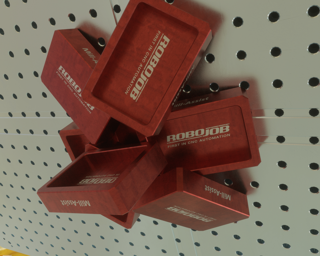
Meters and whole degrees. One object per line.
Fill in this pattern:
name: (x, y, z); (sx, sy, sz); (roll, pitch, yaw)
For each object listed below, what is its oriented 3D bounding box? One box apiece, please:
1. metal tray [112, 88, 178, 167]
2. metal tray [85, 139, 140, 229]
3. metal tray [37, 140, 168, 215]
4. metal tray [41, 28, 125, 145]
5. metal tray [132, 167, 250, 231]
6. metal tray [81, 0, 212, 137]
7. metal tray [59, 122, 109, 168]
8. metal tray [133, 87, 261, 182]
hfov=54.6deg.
metal tray: (-0.022, 0.006, 0.423); (0.090, 0.030, 0.129); (-6, 114, 28)
metal tray: (-0.066, 0.081, 0.454); (0.090, 0.030, 0.129); (24, 127, 13)
metal tray: (-0.067, 0.057, 0.356); (0.130, 0.090, 0.030); (-10, 113, 37)
metal tray: (-0.099, -0.054, 0.406); (0.130, 0.030, 0.090); (48, 131, 14)
metal tray: (0.041, 0.098, 0.404); (0.131, 0.030, 0.090); (27, 138, -33)
metal tray: (-0.014, -0.066, 0.331); (0.090, 0.030, 0.130); (30, 95, 9)
metal tray: (-0.094, 0.052, 0.491); (0.090, 0.030, 0.129); (-5, 116, 29)
metal tray: (0.045, 0.011, 0.368); (0.130, 0.030, 0.090); (-12, 113, 14)
